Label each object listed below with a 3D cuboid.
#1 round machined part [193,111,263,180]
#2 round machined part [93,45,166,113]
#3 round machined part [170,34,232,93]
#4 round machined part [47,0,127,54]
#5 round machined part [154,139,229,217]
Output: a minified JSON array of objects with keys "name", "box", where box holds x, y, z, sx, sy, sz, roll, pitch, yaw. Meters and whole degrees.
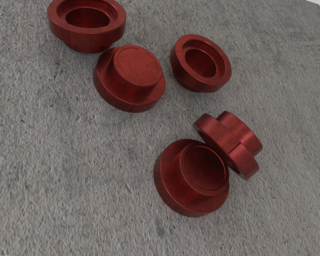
[{"name":"round machined part","box":[0.090,0.016,0.392,0.042,0.098,0.098,-43,85,-1]},{"name":"round machined part","box":[-0.036,-0.073,0.417,0.099,0.042,0.098,14,56,-21]},{"name":"round machined part","box":[0.059,-0.095,0.482,0.099,0.042,0.098,14,56,-21]},{"name":"round machined part","box":[-0.096,-0.136,0.413,0.099,0.042,0.098,6,49,-7]},{"name":"round machined part","box":[0.045,0.056,0.383,0.099,0.042,0.098,13,56,-21]}]
